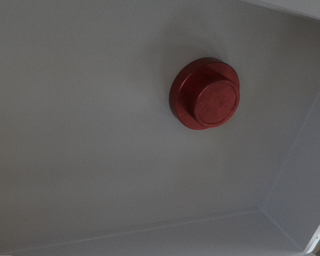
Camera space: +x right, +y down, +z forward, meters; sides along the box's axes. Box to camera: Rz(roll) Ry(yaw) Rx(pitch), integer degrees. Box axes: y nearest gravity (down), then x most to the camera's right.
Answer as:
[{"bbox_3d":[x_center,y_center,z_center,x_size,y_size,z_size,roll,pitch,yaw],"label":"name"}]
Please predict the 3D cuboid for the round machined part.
[{"bbox_3d":[0.065,-0.039,0.408,0.099,0.042,0.097,-14,124,-21],"label":"round machined part"}]
